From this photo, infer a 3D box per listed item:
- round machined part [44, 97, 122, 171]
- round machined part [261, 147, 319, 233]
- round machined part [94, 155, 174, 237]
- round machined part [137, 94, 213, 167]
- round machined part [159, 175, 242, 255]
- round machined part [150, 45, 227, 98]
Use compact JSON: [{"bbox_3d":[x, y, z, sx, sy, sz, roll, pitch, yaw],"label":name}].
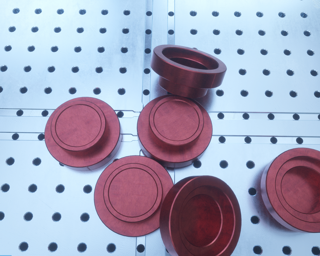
[{"bbox_3d":[-0.101,0.003,0.401,0.099,0.042,0.098,0,70,0],"label":"round machined part"},{"bbox_3d":[0.171,0.076,0.376,0.099,0.042,0.098,0,70,0],"label":"round machined part"},{"bbox_3d":[-0.031,0.080,0.373,0.099,0.042,0.098,0,70,0],"label":"round machined part"},{"bbox_3d":[0.019,-0.002,0.399,0.099,0.042,0.098,1,66,-3],"label":"round machined part"},{"bbox_3d":[0.041,0.103,0.350,0.099,0.042,0.098,6,78,-30],"label":"round machined part"},{"bbox_3d":[0.035,-0.073,0.412,0.099,0.042,0.098,11,30,-6],"label":"round machined part"}]
